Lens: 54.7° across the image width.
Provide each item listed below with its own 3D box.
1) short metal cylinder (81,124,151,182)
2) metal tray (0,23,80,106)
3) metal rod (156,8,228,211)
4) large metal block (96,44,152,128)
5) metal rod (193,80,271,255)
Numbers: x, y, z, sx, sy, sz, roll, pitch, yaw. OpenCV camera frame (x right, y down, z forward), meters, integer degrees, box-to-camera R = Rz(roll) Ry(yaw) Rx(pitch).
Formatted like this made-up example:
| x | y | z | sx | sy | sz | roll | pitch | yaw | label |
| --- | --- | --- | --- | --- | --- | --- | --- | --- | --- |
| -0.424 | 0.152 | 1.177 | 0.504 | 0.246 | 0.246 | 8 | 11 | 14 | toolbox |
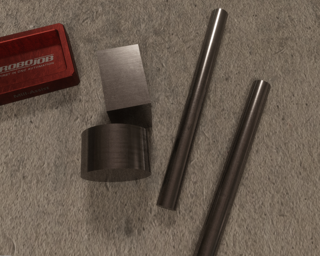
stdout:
| x | y | z | sx | sy | sz | roll | pitch | yaw | label |
| --- | --- | --- | --- | --- | --- | --- | --- | --- | --- |
| -0.052 | 0.032 | 0.367 | 0.081 | 0.080 | 0.050 | -3 | 70 | -2 | short metal cylinder |
| -0.188 | -0.089 | 0.435 | 0.131 | 0.030 | 0.090 | -16 | 71 | -6 | metal tray |
| 0.049 | -0.038 | 0.422 | 0.025 | 0.025 | 0.299 | 16 | 70 | 5 | metal rod |
| -0.043 | -0.047 | 0.395 | 0.050 | 0.080 | 0.080 | -11 | 71 | -4 | large metal block |
| 0.085 | 0.070 | 0.383 | 0.025 | 0.025 | 0.300 | 21 | 71 | 7 | metal rod |
